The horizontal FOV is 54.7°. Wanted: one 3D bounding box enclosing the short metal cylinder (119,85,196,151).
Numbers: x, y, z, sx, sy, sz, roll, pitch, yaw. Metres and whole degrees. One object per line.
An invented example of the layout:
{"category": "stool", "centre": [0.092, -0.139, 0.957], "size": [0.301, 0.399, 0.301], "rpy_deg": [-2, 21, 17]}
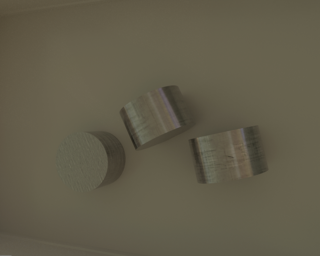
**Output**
{"category": "short metal cylinder", "centre": [-0.003, -0.011, 0.382], "size": [0.080, 0.080, 0.050], "rpy_deg": [-27, 81, 18]}

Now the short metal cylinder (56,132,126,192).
{"category": "short metal cylinder", "centre": [-0.095, 0.045, 0.431], "size": [0.080, 0.050, 0.080], "rpy_deg": [0, 90, 20]}

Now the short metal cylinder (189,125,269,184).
{"category": "short metal cylinder", "centre": [0.077, 0.030, 0.354], "size": [0.080, 0.080, 0.050], "rpy_deg": [-13, 86, 19]}
